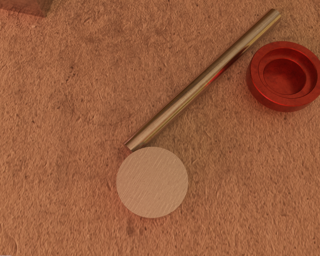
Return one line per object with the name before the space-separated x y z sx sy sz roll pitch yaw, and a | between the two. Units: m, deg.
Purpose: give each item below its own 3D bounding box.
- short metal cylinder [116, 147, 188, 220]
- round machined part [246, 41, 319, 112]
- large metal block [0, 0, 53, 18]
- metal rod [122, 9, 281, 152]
short metal cylinder | -0.009 0.068 0.370 0.081 0.050 0.080 0 70 0
round machined part | 0.167 -0.066 0.424 0.099 0.042 0.098 0 70 0
large metal block | -0.208 -0.225 0.475 0.080 0.050 0.080 13 71 4
metal rod | 0.067 -0.071 0.434 0.301 0.025 0.025 -43 76 -14
